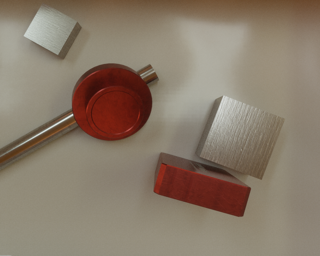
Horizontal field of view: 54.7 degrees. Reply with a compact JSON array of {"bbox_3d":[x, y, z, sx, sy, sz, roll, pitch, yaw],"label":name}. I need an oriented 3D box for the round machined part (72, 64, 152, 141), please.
[{"bbox_3d":[-0.057,-0.026,0.381,0.099,0.042,0.097,-7,118,-14],"label":"round machined part"}]

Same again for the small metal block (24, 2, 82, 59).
[{"bbox_3d":[-0.141,-0.127,0.409,0.050,0.025,0.050,29,90,-1],"label":"small metal block"}]

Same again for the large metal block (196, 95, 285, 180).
[{"bbox_3d":[0.100,0.012,0.400,0.080,0.050,0.080,21,90,-1],"label":"large metal block"}]

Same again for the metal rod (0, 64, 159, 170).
[{"bbox_3d":[-0.138,0.000,0.409,0.301,0.025,0.025,-30,90,-1],"label":"metal rod"}]

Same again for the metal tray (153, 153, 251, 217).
[{"bbox_3d":[0.041,0.060,0.360,0.091,0.130,0.030,16,90,-1],"label":"metal tray"}]
